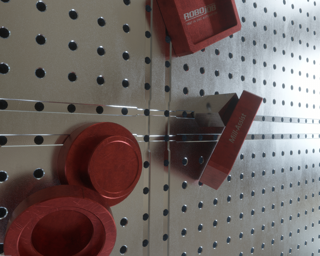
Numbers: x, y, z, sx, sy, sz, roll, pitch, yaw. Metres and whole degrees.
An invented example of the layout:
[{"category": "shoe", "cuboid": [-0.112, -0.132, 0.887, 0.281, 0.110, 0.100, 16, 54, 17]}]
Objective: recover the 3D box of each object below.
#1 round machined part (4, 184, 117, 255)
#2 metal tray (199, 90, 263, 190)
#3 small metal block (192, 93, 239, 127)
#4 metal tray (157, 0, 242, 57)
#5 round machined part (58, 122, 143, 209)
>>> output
[{"category": "round machined part", "cuboid": [-0.095, 0.097, 0.302, 0.099, 0.042, 0.097, -7, 112, -17]}, {"category": "metal tray", "cuboid": [0.104, 0.019, 0.457, 0.130, 0.030, 0.090, -59, 168, -23]}, {"category": "small metal block", "cuboid": [0.086, -0.027, 0.464, 0.050, 0.050, 0.025, -45, 117, -30]}, {"category": "metal tray", "cuboid": [0.063, -0.169, 0.457, 0.131, 0.030, 0.090, -33, 111, -35]}, {"category": "round machined part", "cuboid": [-0.059, 0.042, 0.349, 0.099, 0.042, 0.097, 0, 90, -40]}]
